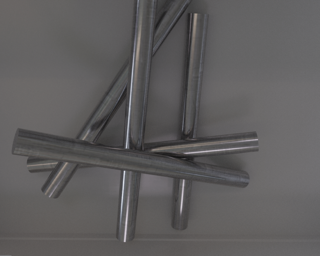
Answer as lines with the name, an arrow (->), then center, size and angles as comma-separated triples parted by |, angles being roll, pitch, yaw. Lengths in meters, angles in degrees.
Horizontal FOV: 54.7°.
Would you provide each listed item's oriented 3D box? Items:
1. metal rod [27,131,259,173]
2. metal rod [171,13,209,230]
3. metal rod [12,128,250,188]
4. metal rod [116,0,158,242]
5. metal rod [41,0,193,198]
metal rod -> -0.029, 0.033, 0.404 | 0.301, 0.025, 0.025 | -7, 110, 9
metal rod -> 0.037, 0.006, 0.413 | 0.025, 0.025, 0.298 | 3, 110, -1
metal rod -> -0.008, 0.043, 0.363 | 0.302, 0.025, 0.025 | 14, 112, -31
metal rod -> -0.030, 0.002, 0.367 | 0.025, 0.025, 0.298 | 6, 107, -2
metal rod -> -0.055, -0.038, 0.376 | 0.025, 0.025, 0.299 | 34, 99, -12
